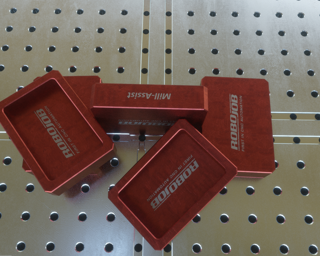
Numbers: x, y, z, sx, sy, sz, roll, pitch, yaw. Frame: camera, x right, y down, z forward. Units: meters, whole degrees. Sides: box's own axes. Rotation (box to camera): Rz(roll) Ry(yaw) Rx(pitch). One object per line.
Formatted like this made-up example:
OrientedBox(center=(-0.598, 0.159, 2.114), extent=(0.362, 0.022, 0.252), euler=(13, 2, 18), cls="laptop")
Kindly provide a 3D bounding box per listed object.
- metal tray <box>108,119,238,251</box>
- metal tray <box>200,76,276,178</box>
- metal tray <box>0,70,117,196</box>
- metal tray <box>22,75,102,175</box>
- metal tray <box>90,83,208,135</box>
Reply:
OrientedBox(center=(0.015, 0.065, 0.366), extent=(0.130, 0.030, 0.090), euler=(-46, 77, 2), cls="metal tray")
OrientedBox(center=(0.098, -0.003, 0.410), extent=(0.091, 0.030, 0.130), euler=(3, 70, 0), cls="metal tray")
OrientedBox(center=(-0.125, 0.003, 0.373), extent=(0.090, 0.030, 0.130), euler=(-36, 75, -13), cls="metal tray")
OrientedBox(center=(-0.123, -0.005, 0.409), extent=(0.091, 0.030, 0.129), euler=(-1, 71, -1), cls="metal tray")
OrientedBox(center=(-0.012, -0.020, 0.383), extent=(0.131, 0.090, 0.030), euler=(1, 70, 0), cls="metal tray")
